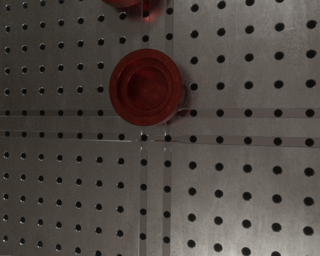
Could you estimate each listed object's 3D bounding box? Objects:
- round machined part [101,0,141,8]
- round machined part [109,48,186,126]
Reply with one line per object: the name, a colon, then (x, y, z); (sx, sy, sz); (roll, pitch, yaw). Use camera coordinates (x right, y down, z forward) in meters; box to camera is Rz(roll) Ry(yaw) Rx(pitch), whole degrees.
round machined part: (-0.048, -0.212, 0.419); (0.098, 0.042, 0.097); (0, 90, 19)
round machined part: (-0.013, -0.051, 0.407); (0.098, 0.042, 0.097); (0, 90, 19)
